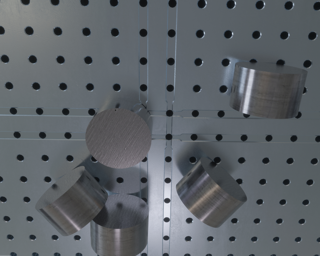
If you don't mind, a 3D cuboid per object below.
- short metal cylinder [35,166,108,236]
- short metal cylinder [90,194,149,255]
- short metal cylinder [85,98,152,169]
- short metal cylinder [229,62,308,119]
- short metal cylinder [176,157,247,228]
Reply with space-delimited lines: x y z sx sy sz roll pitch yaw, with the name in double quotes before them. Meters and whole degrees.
"short metal cylinder" -0.118 0.097 0.419 0.080 0.080 0.050 -33 107 11
"short metal cylinder" -0.056 0.136 0.433 0.081 0.080 0.050 2 110 -1
"short metal cylinder" -0.051 0.005 0.401 0.081 0.050 0.079 0 110 0
"short metal cylinder" 0.126 -0.047 0.368 0.081 0.080 0.050 4 110 -2
"short metal cylinder" 0.069 0.085 0.416 0.080 0.080 0.050 36 106 -13
